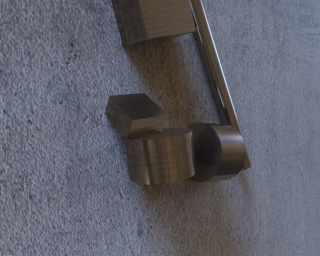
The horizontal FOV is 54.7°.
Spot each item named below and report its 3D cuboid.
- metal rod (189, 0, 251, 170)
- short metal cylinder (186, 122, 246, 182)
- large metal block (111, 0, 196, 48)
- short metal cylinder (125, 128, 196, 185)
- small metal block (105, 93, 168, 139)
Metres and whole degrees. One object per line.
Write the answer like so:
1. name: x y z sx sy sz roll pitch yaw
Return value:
1. metal rod: 0.090 -0.068 0.479 0.025 0.025 0.299 -34 111 -35
2. short metal cylinder: 0.070 0.033 0.428 0.050 0.080 0.080 4 88 -40
3. large metal block: -0.009 -0.149 0.380 0.081 0.050 0.080 -23 104 -38
4. short metal cylinder: 0.001 0.031 0.369 0.081 0.080 0.050 -12 99 -39
5. small metal block: -0.028 -0.016 0.362 0.050 0.050 0.025 -10 132 -40
